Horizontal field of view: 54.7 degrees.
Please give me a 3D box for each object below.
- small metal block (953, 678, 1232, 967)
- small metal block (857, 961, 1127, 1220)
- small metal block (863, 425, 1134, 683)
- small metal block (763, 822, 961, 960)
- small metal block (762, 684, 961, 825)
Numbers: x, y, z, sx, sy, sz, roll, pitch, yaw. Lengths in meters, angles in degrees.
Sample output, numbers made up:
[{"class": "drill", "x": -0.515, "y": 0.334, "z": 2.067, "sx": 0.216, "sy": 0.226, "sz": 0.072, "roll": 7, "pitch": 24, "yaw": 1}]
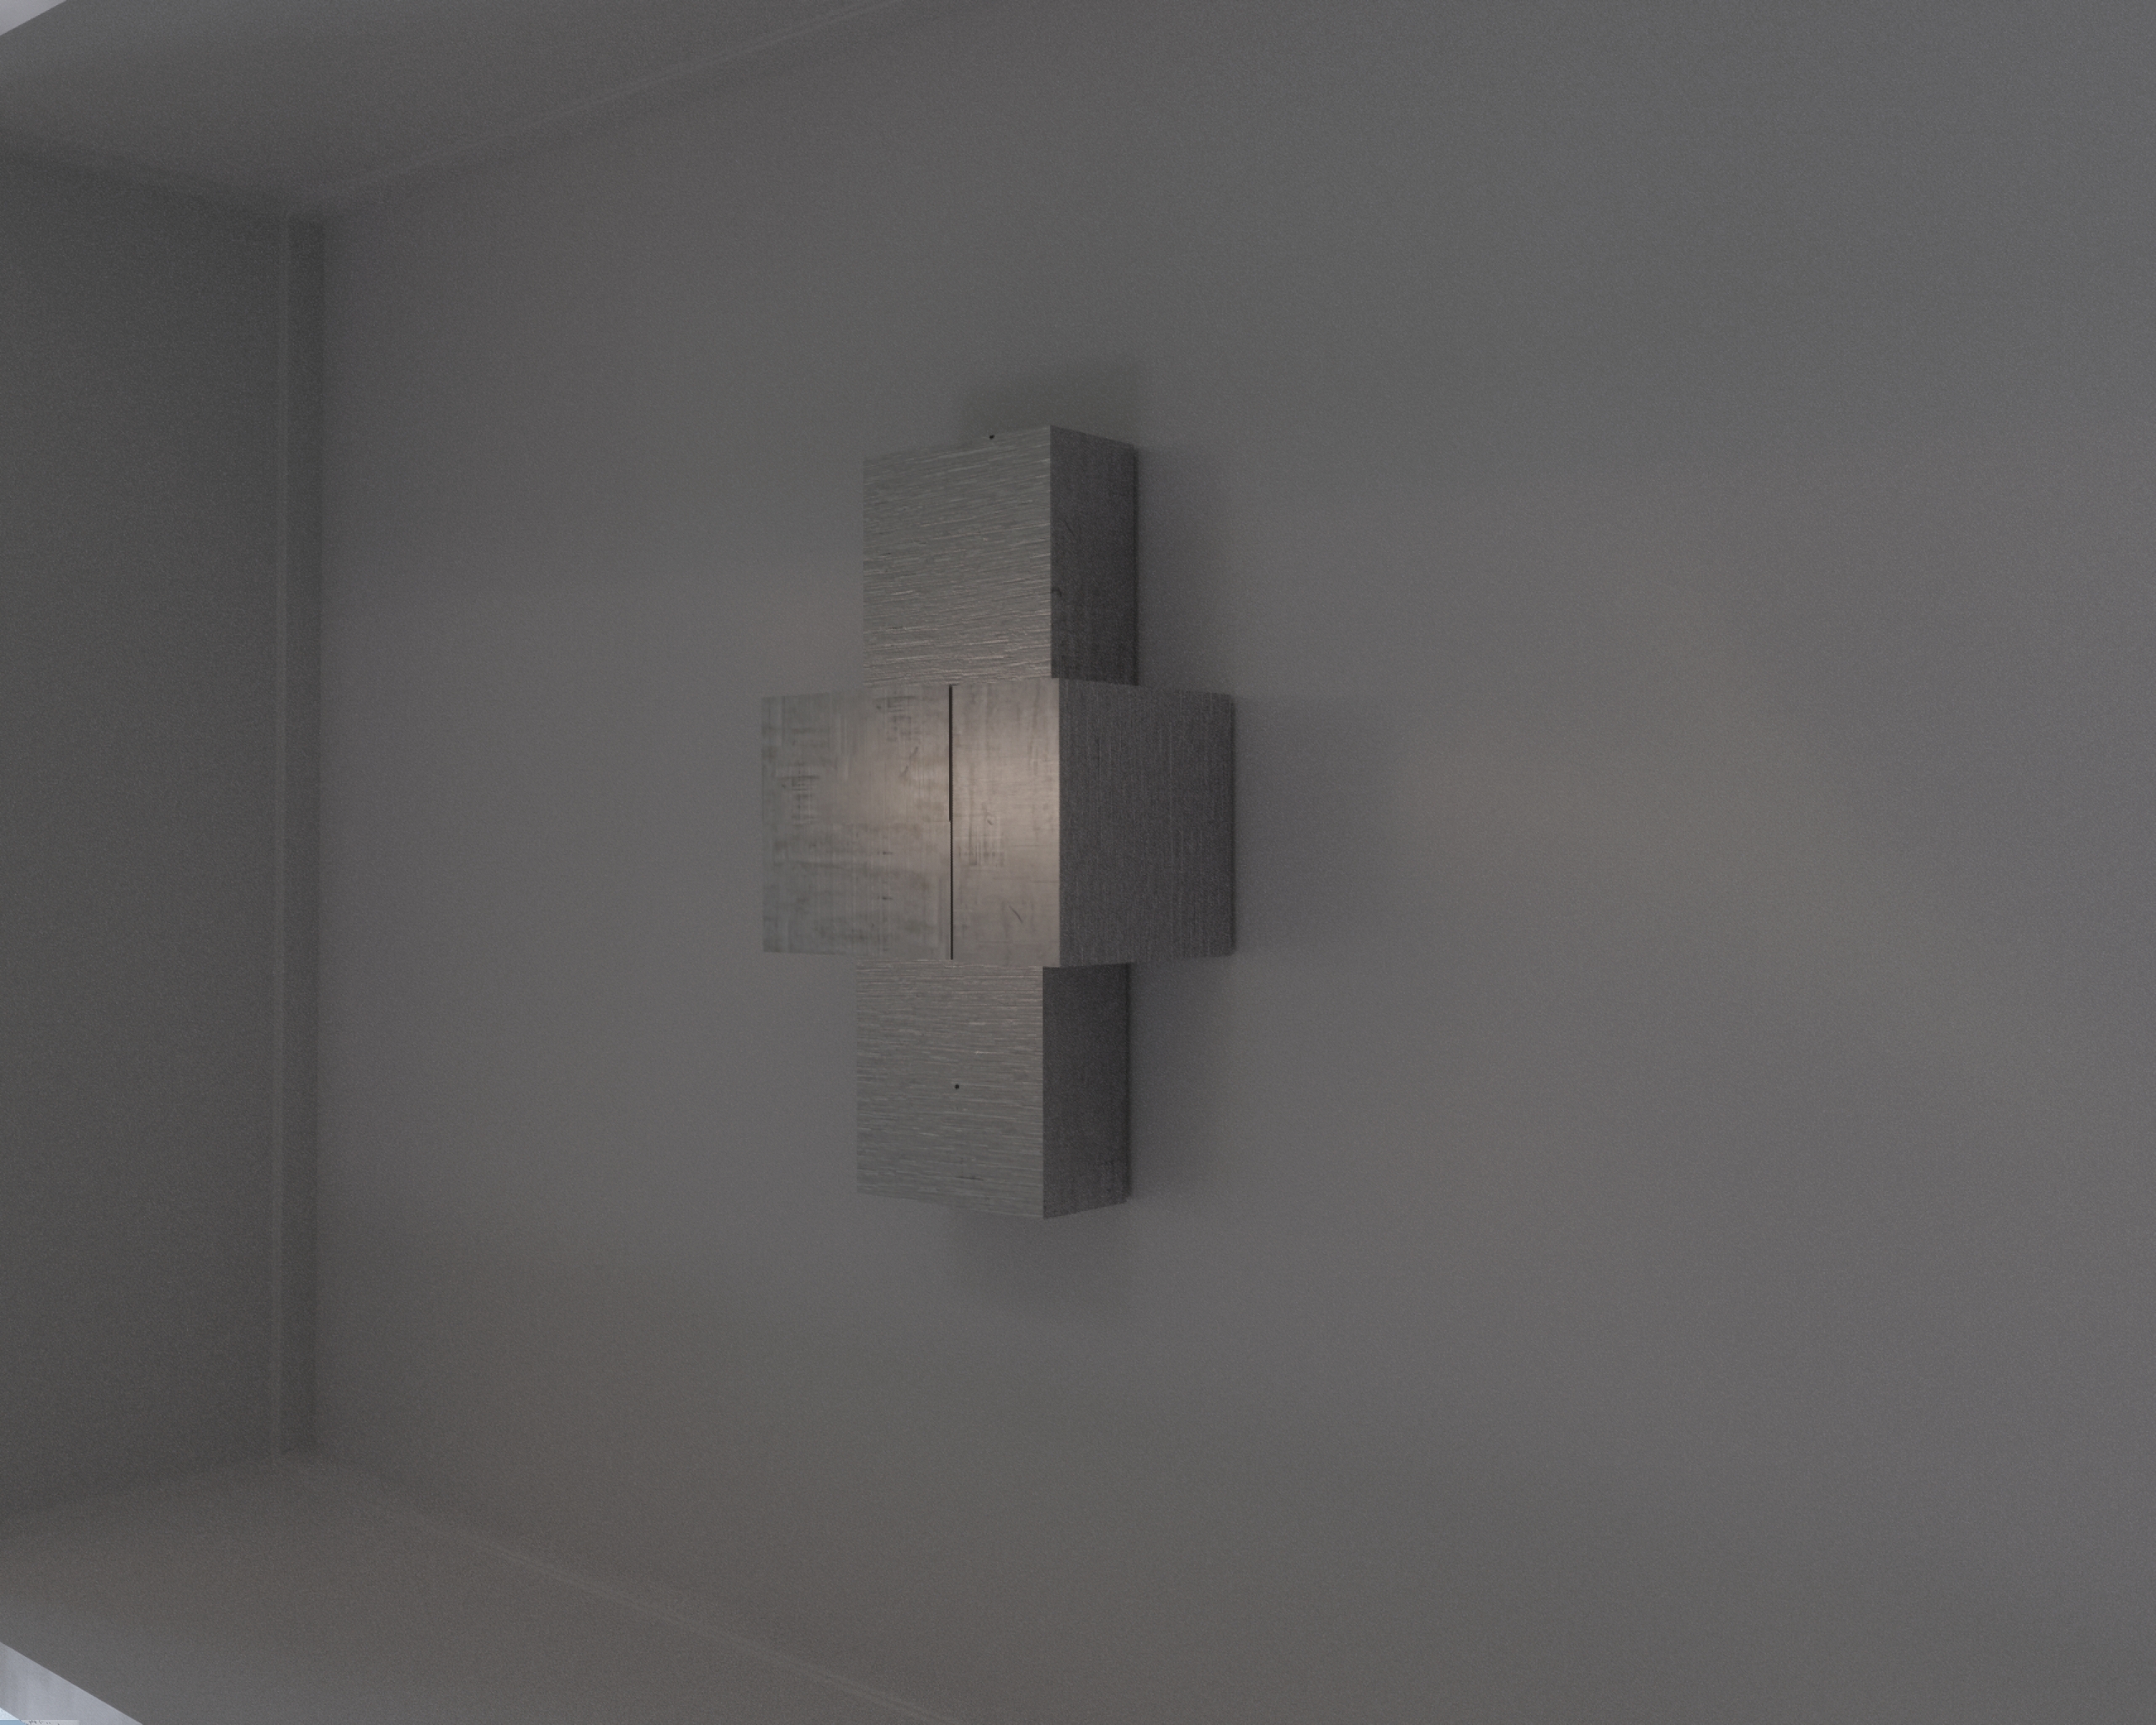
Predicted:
[{"class": "small metal block", "x": 0.003, "y": -0.007, "z": 0.386, "sx": 0.025, "sy": 0.050, "sz": 0.050, "roll": 0, "pitch": 90, "yaw": 40}, {"class": "small metal block", "x": -0.018, "y": 0.043, "z": 0.419, "sx": 0.050, "sy": 0.025, "sz": 0.050, "roll": 0, "pitch": 90, "yaw": 40}, {"class": "small metal block", "x": -0.016, "y": -0.058, "z": 0.418, "sx": 0.050, "sy": 0.025, "sz": 0.050, "roll": 0, "pitch": 90, "yaw": 40}, {"class": "small metal block", "x": -0.026, "y": 0.005, "z": 0.410, "sx": 0.050, "sy": 0.050, "sz": 0.025, "roll": 0, "pitch": 90, "yaw": 40}, {"class": "small metal block", "x": -0.026, "y": -0.020, "z": 0.410, "sx": 0.050, "sy": 0.050, "sz": 0.025, "roll": 0, "pitch": 90, "yaw": 40}]
